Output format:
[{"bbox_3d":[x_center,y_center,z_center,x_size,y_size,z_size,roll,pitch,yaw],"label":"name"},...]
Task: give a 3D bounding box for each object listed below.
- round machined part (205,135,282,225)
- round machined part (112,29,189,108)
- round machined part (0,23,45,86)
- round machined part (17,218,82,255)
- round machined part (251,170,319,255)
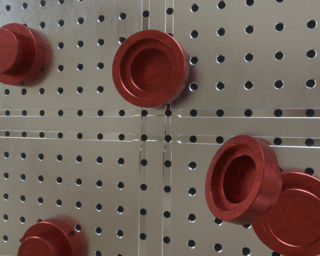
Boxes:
[{"bbox_3d":[0.097,0.060,0.350,0.042,0.098,0.097,22,99,-22],"label":"round machined part"},{"bbox_3d":[-0.009,-0.075,0.406,0.098,0.042,0.097,0,90,19],"label":"round machined part"},{"bbox_3d":[-0.233,-0.116,0.484,0.098,0.042,0.097,0,90,19],"label":"round machined part"},{"bbox_3d":[-0.171,0.189,0.462,0.098,0.042,0.097,0,90,19],"label":"round machined part"},{"bbox_3d":[0.152,0.099,0.350,0.098,0.042,0.097,0,90,19],"label":"round machined part"}]
